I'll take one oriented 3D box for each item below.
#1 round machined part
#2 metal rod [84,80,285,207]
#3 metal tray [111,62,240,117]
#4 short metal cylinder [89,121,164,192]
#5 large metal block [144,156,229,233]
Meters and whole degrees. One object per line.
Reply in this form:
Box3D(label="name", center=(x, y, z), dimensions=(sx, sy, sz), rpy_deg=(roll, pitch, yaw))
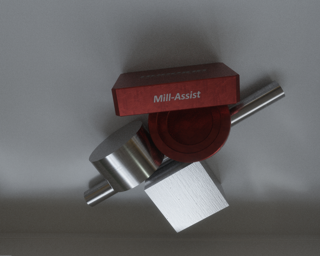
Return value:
Box3D(label="round machined part", center=(0.038, -0.006, 0.384), dimensions=(0.098, 0.042, 0.097), rpy_deg=(-1, 85, 14))
Box3D(label="metal rod", center=(0.025, 0.026, 0.420), dimensions=(0.300, 0.025, 0.025), rpy_deg=(-31, 108, 10))
Box3D(label="metal tray", center=(0.017, -0.047, 0.357), dimensions=(0.131, 0.090, 0.030), rpy_deg=(-6, 110, 1))
Box3D(label="short metal cylinder", center=(-0.042, 0.035, 0.393), dimensions=(0.080, 0.080, 0.050), rpy_deg=(-32, 107, 10))
Box3D(label="large metal block", center=(0.035, 0.082, 0.426), dimensions=(0.080, 0.050, 0.080), rpy_deg=(-31, 108, 10))
